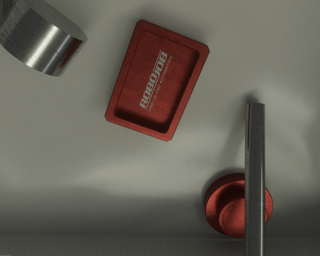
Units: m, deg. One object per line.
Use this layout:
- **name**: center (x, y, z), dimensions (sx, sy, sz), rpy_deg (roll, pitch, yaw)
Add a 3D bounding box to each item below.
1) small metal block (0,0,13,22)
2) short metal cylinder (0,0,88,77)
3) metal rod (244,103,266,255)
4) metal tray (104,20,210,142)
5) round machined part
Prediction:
- **small metal block**: center (-0.202, -0.136, 0.358), dimensions (0.050, 0.025, 0.050), rpy_deg (13, 110, -5)
- **short metal cylinder**: center (-0.129, -0.102, 0.343), dimensions (0.080, 0.080, 0.050), rpy_deg (37, 106, -13)
- **metal rod**: center (0.117, 0.117, 0.380), dimensions (0.025, 0.025, 0.298), rpy_deg (3, 81, -2)
- **metal tray**: center (-0.006, -0.057, 0.387), dimensions (0.091, 0.030, 0.129), rpy_deg (20, 109, -8)
- **round machined part**: center (0.115, 0.118, 0.448), dimensions (0.099, 0.042, 0.097), rpy_deg (0, 110, -1)
